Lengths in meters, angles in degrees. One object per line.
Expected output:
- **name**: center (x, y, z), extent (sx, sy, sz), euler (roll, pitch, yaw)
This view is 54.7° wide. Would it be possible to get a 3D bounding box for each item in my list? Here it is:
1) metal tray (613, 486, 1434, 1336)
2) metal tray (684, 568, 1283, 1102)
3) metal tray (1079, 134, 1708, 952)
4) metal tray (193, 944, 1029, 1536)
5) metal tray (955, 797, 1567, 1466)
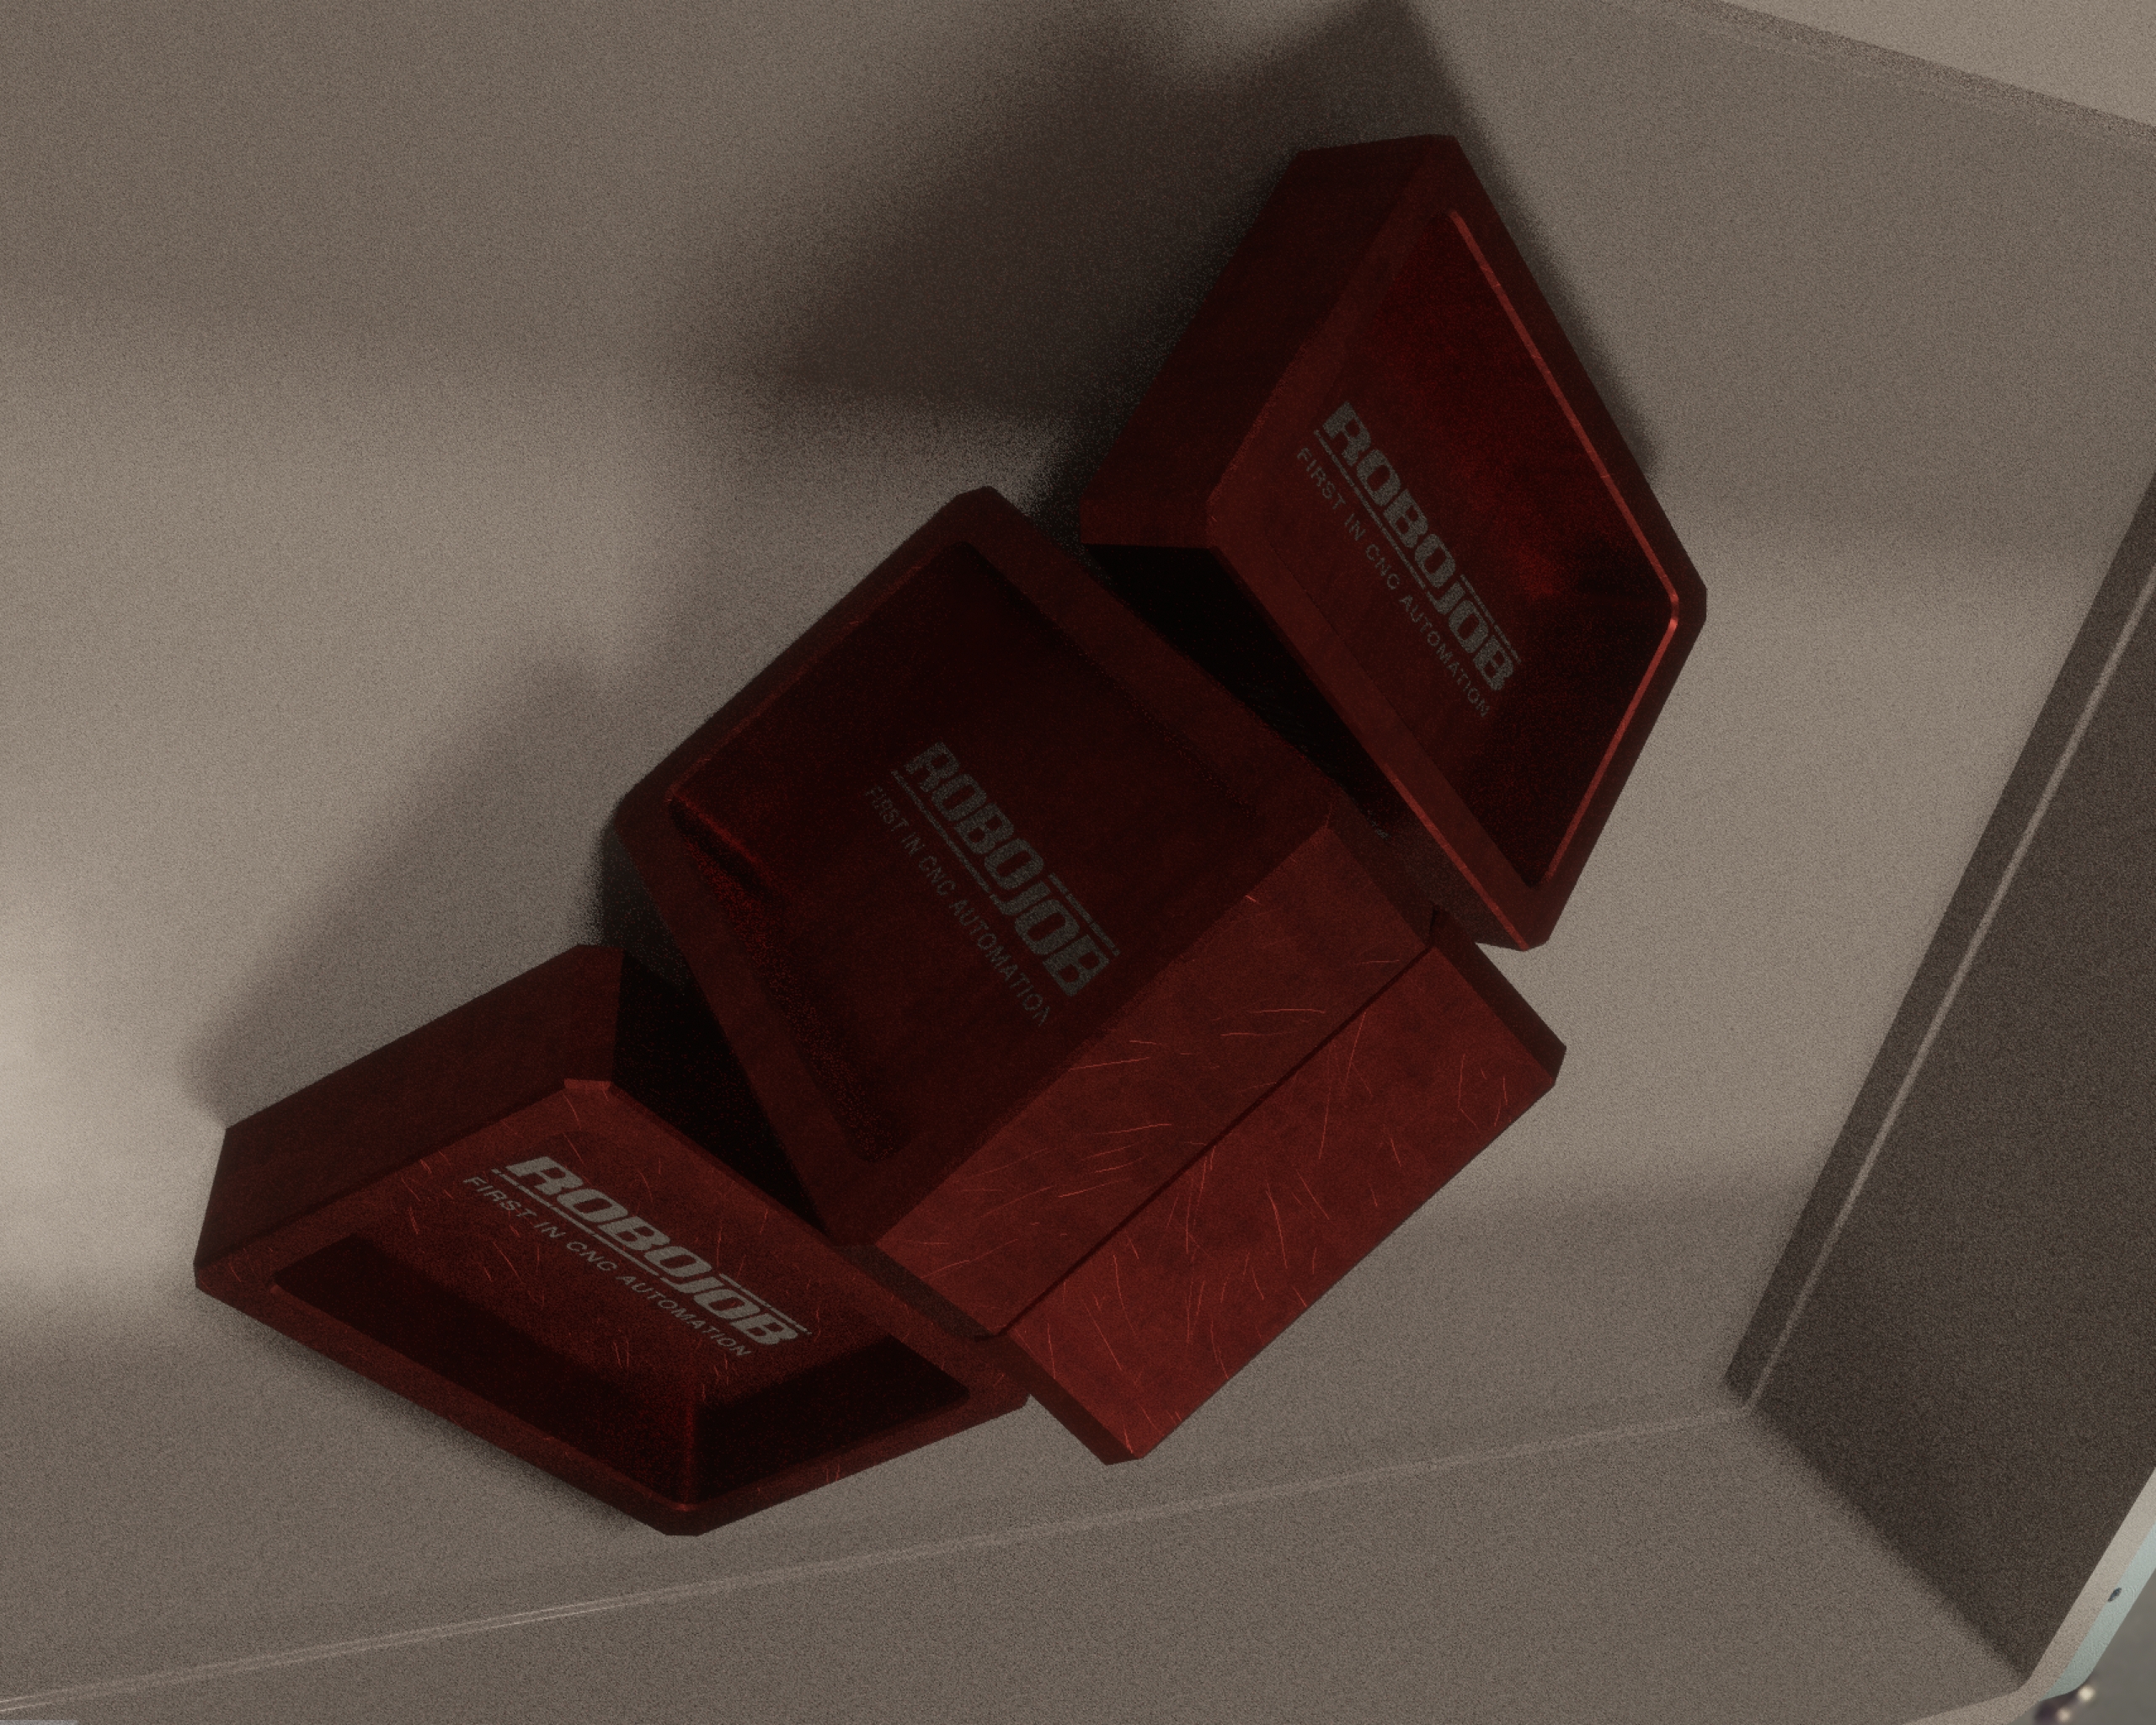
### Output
- **metal tray**: center (-0.016, 0.000, 0.329), extent (0.090, 0.130, 0.030), euler (-42, 129, 1)
- **metal tray**: center (0.000, 0.014, 0.413), extent (0.130, 0.030, 0.090), euler (-43, 130, 1)
- **metal tray**: center (0.065, -0.054, 0.384), extent (0.130, 0.030, 0.090), euler (46, 66, -39)
- **metal tray**: center (-0.080, 0.076, 0.385), extent (0.090, 0.030, 0.130), euler (-27, 133, 19)
- **metal tray**: center (0.017, 0.035, 0.355), extent (0.090, 0.130, 0.030), euler (-42, 106, 0)
